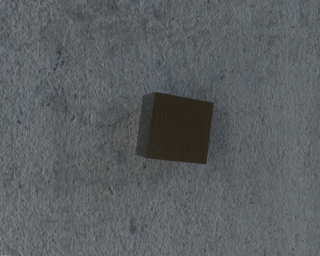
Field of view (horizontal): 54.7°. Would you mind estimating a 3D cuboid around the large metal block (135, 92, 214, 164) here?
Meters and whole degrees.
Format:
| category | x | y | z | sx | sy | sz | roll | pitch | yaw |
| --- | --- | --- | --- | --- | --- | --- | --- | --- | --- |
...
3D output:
| category | x | y | z | sx | sy | sz | roll | pitch | yaw |
| --- | --- | --- | --- | --- | --- | --- | --- | --- | --- |
| large metal block | 0.018 | 0.001 | 0.405 | 0.081 | 0.050 | 0.080 | 8 | 87 | -20 |
